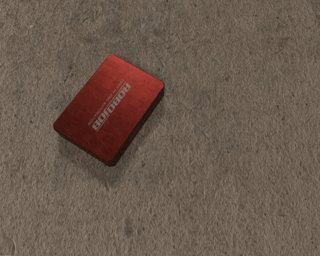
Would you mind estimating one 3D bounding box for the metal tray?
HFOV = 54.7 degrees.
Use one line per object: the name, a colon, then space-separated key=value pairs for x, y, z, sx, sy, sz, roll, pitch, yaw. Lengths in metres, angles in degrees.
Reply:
metal tray: x=-0.065 y=-0.025 z=0.414 sx=0.090 sy=0.030 sz=0.130 roll=31 pitch=73 yaw=10
